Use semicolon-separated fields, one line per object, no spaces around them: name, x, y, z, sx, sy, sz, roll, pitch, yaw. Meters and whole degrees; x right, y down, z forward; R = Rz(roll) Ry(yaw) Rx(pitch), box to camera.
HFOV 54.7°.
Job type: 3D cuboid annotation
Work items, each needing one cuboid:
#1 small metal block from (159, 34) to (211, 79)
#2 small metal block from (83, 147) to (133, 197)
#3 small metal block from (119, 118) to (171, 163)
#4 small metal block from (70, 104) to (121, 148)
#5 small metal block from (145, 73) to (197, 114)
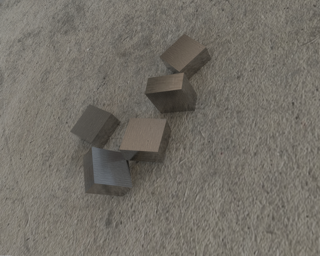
small metal block;0.036;-0.102;0.447;0.050;0.025;0.050;-43;51;-2
small metal block;-0.066;0.055;0.385;0.025;0.050;0.050;-46;44;36
small metal block;-0.018;0.015;0.394;0.050;0.025;0.050;2;53;19
small metal block;-0.095;-0.002;0.455;0.050;0.025;0.050;22;73;36
small metal block;0.016;-0.044;0.407;0.050;0.050;0.025;-4;60;26
